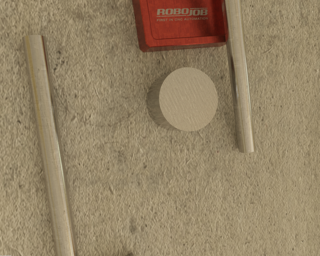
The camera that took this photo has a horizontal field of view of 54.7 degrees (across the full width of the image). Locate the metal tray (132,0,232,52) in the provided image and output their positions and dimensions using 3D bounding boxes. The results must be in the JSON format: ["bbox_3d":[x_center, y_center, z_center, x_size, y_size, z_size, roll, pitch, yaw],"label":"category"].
[{"bbox_3d":[0.032,-0.154,0.419,0.131,0.030,0.089,-10,94,-20],"label":"metal tray"}]

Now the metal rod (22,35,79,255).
[{"bbox_3d":[-0.125,0.044,0.363,0.025,0.025,0.298,-9,93,-20],"label":"metal rod"}]

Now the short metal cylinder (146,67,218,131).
[{"bbox_3d":[0.028,-0.036,0.407,0.081,0.050,0.079,0,90,-21],"label":"short metal cylinder"}]

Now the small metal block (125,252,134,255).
[{"bbox_3d":[-0.047,0.197,0.393,0.050,0.025,0.050,-21,97,-19],"label":"small metal block"}]

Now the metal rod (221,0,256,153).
[{"bbox_3d":[0.103,-0.108,0.417,0.025,0.025,0.298,-17,107,-20],"label":"metal rod"}]
